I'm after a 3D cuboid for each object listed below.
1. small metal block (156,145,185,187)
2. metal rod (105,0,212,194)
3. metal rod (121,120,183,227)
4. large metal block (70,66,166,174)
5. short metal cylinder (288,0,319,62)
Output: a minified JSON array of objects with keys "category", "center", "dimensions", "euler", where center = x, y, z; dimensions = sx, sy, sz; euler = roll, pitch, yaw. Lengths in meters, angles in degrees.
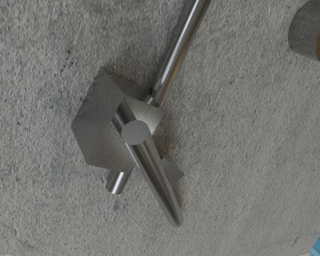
[{"category":"small metal block","center":[-0.001,0.047,0.421],"dimensions":[0.025,0.050,0.050],"euler":[-46,130,4]},{"category":"metal rod","center":[-0.002,-0.045,0.379],"dimensions":[0.025,0.025,0.298],"euler":[13,112,-34]},{"category":"metal rod","center":[0.003,0.079,0.395],"dimensions":[0.025,0.025,0.299],"euler":[-31,149,-8]},{"category":"large metal block","center":[-0.050,-0.010,0.339],"dimensions":[0.050,0.080,0.080],"euler":[20,107,-36]},{"category":"short metal cylinder","center":[0.230,-0.136,0.435],"dimensions":[0.081,0.050,0.079],"euler":[-14,125,-21]}]
